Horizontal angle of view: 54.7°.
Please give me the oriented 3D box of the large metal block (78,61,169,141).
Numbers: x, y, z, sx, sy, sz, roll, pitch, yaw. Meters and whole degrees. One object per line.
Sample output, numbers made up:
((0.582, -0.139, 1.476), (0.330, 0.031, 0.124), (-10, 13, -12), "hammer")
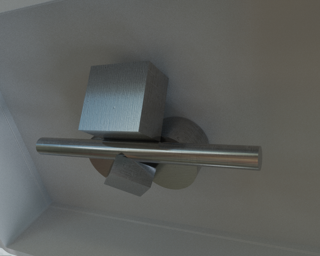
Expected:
((-0.041, -0.029, 0.366), (0.080, 0.050, 0.080), (1, 76, 27), "large metal block")

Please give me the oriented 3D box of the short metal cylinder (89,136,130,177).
((-0.054, 0.031, 0.437), (0.080, 0.050, 0.079), (13, 124, 20), "short metal cylinder")

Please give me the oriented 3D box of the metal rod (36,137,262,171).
((-0.034, 0.028, 0.376), (0.301, 0.025, 0.025), (1, 119, 27), "metal rod")

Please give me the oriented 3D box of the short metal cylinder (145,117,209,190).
((0.018, 0.032, 0.400), (0.080, 0.050, 0.079), (13, 124, 20), "short metal cylinder")

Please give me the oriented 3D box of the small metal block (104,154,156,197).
((-0.038, 0.060, 0.384), (0.050, 0.025, 0.050), (21, 151, -8), "small metal block")
